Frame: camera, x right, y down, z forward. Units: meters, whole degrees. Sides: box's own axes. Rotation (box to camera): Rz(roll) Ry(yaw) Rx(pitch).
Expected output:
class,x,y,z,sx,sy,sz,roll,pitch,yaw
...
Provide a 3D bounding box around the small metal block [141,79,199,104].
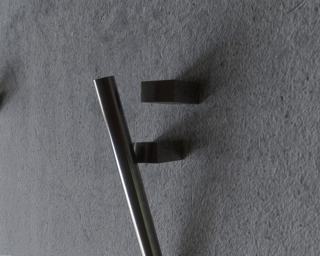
class,x,y,z,sx,sy,sz,roll,pitch,yaw
small metal block,0.013,-0.042,0.377,0.050,0.050,0.025,3,92,39

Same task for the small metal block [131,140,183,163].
class,x,y,z,sx,sy,sz,roll,pitch,yaw
small metal block,-0.006,0.030,0.392,0.050,0.050,0.025,-4,88,39

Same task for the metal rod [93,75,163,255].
class,x,y,z,sx,sy,sz,roll,pitch,yaw
metal rod,-0.029,0.086,0.376,0.025,0.025,0.298,-7,101,39
